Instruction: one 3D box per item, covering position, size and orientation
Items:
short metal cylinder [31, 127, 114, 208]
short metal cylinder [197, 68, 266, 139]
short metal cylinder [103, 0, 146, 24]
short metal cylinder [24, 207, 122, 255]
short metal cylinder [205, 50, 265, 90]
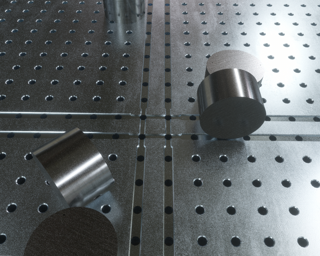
[{"bbox_3d":[-0.093,0.046,0.332,0.050,0.080,0.080,-34,58,-25],"label":"short metal cylinder"},{"bbox_3d":[0.090,-0.029,0.398,0.081,0.080,0.050,0,50,0],"label":"short metal cylinder"},{"bbox_3d":[-0.069,-0.245,0.596,0.081,0.050,0.080,0,50,0],"label":"short metal cylinder"},{"bbox_3d":[-0.077,0.122,0.288,0.081,0.050,0.080,0,50,0],"label":"short metal cylinder"},{"bbox_3d":[0.105,-0.069,0.451,0.081,0.050,0.080,0,50,0],"label":"short metal cylinder"}]
